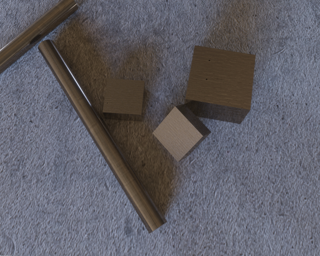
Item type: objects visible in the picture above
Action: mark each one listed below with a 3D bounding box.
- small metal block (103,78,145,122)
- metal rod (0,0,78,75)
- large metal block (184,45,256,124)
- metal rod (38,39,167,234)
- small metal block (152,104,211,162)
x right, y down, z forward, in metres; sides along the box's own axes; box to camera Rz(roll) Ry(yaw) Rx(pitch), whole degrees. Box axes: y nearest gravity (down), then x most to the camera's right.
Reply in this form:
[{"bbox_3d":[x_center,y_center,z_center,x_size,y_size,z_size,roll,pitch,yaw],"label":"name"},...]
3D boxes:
[{"bbox_3d":[-0.048,-0.038,0.421,0.050,0.025,0.050,4,70,1],"label":"small metal block"},{"bbox_3d":[-0.233,-0.087,0.436,0.025,0.025,0.301,39,74,12],"label":"metal rod"},{"bbox_3d":[0.078,-0.057,0.417,0.080,0.050,0.080,10,70,3],"label":"large metal block"},{"bbox_3d":[-0.083,-0.001,0.407,0.025,0.025,0.299,-31,73,-11],"label":"metal rod"},{"bbox_3d":[0.027,0.006,0.392,0.050,0.025,0.050,48,120,15],"label":"small metal block"}]
